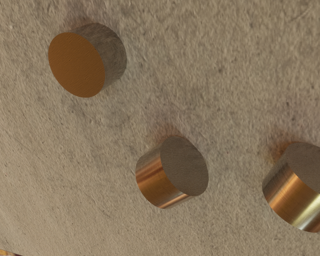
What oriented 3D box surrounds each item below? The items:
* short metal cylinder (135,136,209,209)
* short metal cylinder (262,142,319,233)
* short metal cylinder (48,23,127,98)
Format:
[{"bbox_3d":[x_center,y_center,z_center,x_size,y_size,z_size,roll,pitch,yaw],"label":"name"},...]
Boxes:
[{"bbox_3d":[0.016,0.057,0.397,0.080,0.080,0.050,48,129,-6],"label":"short metal cylinder"},{"bbox_3d":[0.157,0.061,0.326,0.080,0.080,0.050,28,128,10],"label":"short metal cylinder"},{"bbox_3d":[-0.089,-0.084,0.384,0.080,0.050,0.079,13,124,20],"label":"short metal cylinder"}]
